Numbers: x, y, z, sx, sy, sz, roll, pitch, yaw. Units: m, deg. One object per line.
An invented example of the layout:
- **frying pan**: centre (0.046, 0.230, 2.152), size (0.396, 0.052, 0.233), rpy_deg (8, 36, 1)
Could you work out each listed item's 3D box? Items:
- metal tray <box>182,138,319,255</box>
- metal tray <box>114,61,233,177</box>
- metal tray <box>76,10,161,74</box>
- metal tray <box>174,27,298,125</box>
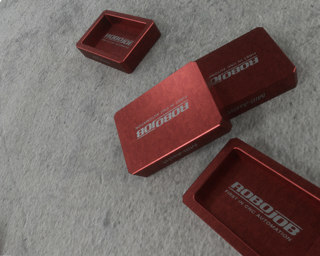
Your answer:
- **metal tray**: centre (0.097, 0.078, 0.301), size (0.090, 0.030, 0.130), rpy_deg (-49, 52, -7)
- **metal tray**: centre (0.010, -0.008, 0.373), size (0.130, 0.030, 0.090), rpy_deg (-32, 60, 23)
- **metal tray**: centre (-0.073, -0.151, 0.529), size (0.130, 0.030, 0.090), rpy_deg (27, 76, 36)
- **metal tray**: centre (0.090, -0.062, 0.391), size (0.130, 0.030, 0.090), rpy_deg (-27, 53, 10)
